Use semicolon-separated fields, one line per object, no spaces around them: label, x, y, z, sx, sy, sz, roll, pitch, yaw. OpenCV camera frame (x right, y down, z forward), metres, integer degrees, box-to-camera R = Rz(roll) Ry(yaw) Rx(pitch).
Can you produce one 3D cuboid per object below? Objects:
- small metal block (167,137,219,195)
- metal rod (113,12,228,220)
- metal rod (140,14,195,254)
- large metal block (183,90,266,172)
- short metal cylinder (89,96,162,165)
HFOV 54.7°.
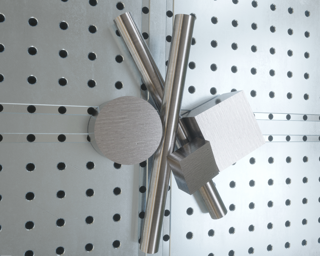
small metal block;0.042;0.047;0.391;0.050;0.025;0.050;-31;116;-25
metal rod;0.018;-0.009;0.415;0.025;0.025;0.299;-30;100;-18
metal rod;0.008;0.011;0.391;0.025;0.025;0.298;7;96;-20
large metal block;0.085;0.003;0.426;0.080;0.050;0.080;-29;100;-18
short metal cylinder;-0.044;0.003;0.380;0.081;0.050;0.079;0;90;-21
